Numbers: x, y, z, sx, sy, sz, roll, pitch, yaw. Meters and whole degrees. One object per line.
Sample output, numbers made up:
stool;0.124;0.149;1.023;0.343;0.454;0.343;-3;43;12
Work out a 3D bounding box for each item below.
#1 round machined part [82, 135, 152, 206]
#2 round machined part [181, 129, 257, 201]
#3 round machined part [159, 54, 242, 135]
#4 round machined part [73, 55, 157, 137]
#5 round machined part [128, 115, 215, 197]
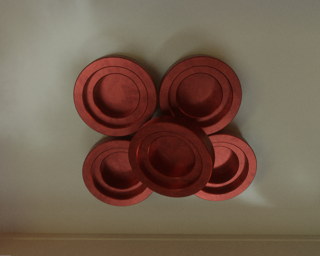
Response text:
round machined part;-0.051;0.053;0.419;0.099;0.042;0.097;0;110;-1
round machined part;0.076;0.046;0.418;0.099;0.042;0.097;0;110;-1
round machined part;0.048;-0.043;0.385;0.099;0.042;0.097;0;110;-1
round machined part;-0.053;-0.042;0.384;0.099;0.042;0.097;0;110;-1
round machined part;0.016;0.030;0.366;0.098;0.042;0.097;8;116;16
